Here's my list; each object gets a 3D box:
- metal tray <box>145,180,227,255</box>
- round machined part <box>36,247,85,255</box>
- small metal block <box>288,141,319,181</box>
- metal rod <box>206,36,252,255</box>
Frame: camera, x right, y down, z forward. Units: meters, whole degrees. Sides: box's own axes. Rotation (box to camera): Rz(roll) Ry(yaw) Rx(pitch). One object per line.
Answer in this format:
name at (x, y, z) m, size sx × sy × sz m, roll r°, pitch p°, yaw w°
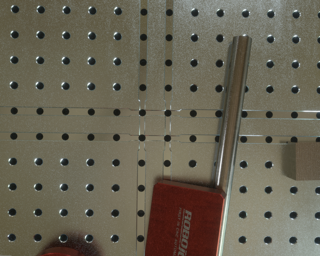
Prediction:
metal tray at (0.031, 0.139, 0.398) m, size 0.090 × 0.030 × 0.129 m, roll 7°, pitch 90°, yaw 17°
round machined part at (-0.130, 0.203, 0.403) m, size 0.099 × 0.042 × 0.097 m, roll 0°, pitch 90°, yaw -1°
small metal block at (0.202, 0.043, 0.416) m, size 0.050 × 0.025 × 0.050 m, roll -1°, pitch 90°, yaw -1°
metal rod at (0.090, 0.028, 0.414) m, size 0.025 × 0.025 × 0.298 m, roll 8°, pitch 90°, yaw -1°
